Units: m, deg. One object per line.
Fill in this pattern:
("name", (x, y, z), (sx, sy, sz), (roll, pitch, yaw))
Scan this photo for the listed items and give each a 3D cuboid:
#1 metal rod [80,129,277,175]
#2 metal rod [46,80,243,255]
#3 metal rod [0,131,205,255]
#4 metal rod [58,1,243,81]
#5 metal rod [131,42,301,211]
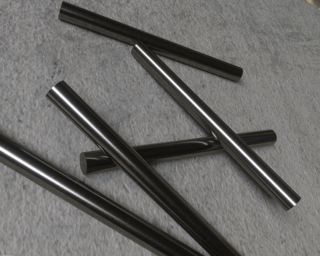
("metal rod", (0.046, 0.027, 0.413), (0.303, 0.025, 0.025), (-5, 65, -31))
("metal rod", (-0.004, 0.065, 0.339), (0.300, 0.025, 0.025), (45, 50, -7))
("metal rod", (-0.057, 0.085, 0.321), (0.301, 0.025, 0.025), (33, 51, -7))
("metal rod", (-0.001, -0.129, 0.483), (0.302, 0.025, 0.025), (15, 56, -20))
("metal rod", (0.065, -0.012, 0.420), (0.025, 0.025, 0.300), (-31, 70, -38))
